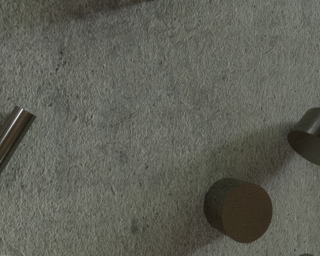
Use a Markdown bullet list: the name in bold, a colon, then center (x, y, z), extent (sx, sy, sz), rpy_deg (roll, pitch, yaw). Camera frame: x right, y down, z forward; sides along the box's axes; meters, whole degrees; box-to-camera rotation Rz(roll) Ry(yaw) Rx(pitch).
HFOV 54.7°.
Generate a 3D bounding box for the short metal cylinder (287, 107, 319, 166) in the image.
- **short metal cylinder**: center (0.245, 0.015, 0.471), extent (0.050, 0.080, 0.080), rpy_deg (-47, 105, -14)

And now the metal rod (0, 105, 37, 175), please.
- **metal rod**: center (-0.222, 0.110, 0.327), extent (0.025, 0.025, 0.299), rpy_deg (32, 80, -18)

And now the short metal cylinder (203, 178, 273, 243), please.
- **short metal cylinder**: center (0.109, 0.114, 0.437), extent (0.081, 0.050, 0.080), rpy_deg (0, 90, -20)

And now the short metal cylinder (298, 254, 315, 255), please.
- **short metal cylinder**: center (0.247, 0.247, 0.488), extent (0.081, 0.050, 0.080), rpy_deg (0, 90, -20)
